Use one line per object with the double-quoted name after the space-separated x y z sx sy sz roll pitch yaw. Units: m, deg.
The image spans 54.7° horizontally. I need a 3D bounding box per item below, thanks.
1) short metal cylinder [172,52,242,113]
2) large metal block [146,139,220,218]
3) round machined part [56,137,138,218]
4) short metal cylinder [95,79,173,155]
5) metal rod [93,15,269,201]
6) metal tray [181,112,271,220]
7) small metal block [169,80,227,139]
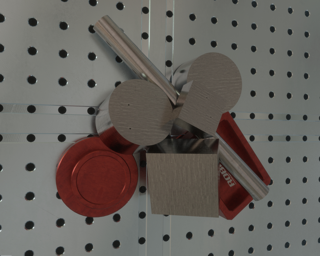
0.062 -0.057 0.419 0.081 0.050 0.079 0 90 -20 "short metal cylinder"
0.031 0.059 0.379 0.080 0.050 0.079 0 107 13 "large metal block"
-0.073 0.059 0.372 0.099 0.042 0.097 0 90 -20 "round machined part"
-0.031 -0.012 0.372 0.081 0.050 0.080 9 70 -26 "short metal cylinder"
0.030 -0.022 0.394 0.300 0.025 0.025 46 75 -5 "metal rod"
0.089 0.052 0.439 0.090 0.030 0.130 -38 102 -16 "metal tray"
0.046 -0.021 0.370 0.050 0.025 0.050 28 73 -18 "small metal block"
